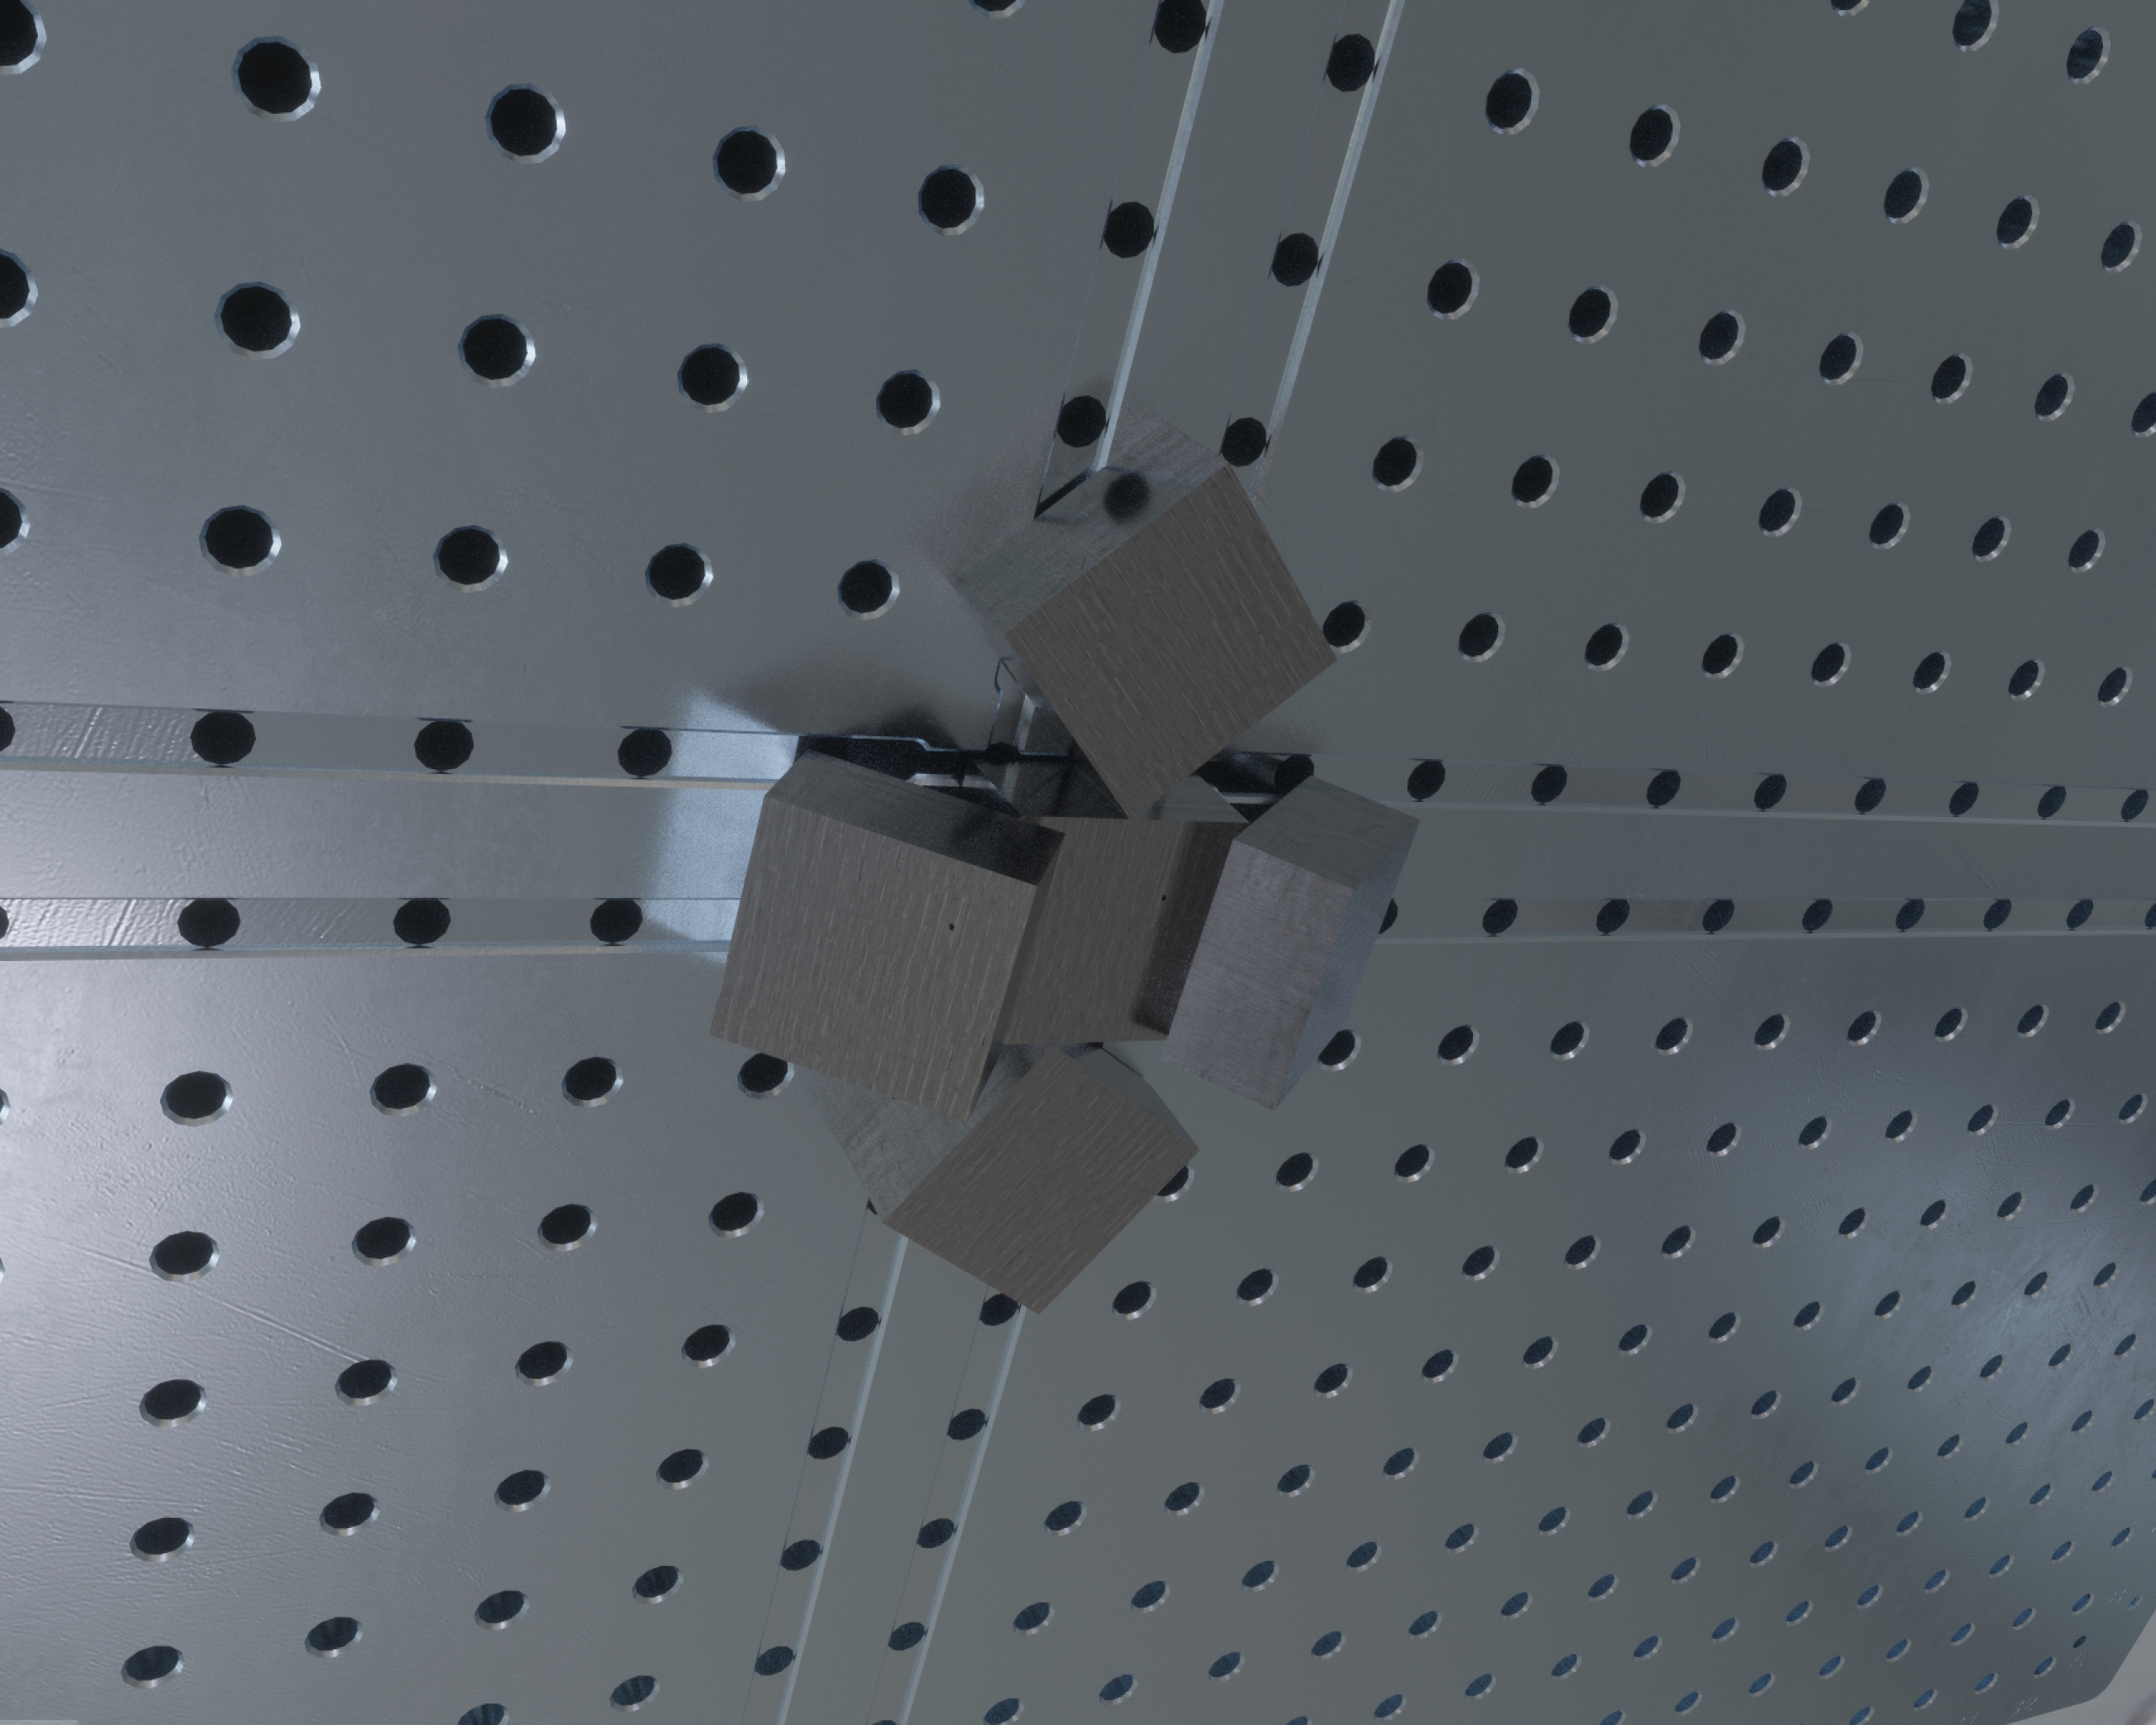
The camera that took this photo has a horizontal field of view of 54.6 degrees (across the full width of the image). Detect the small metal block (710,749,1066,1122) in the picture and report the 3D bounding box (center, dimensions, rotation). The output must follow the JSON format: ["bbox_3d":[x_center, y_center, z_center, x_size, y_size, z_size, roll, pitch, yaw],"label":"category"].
[{"bbox_3d":[-0.035,0.013,0.383,0.050,0.025,0.050,18,114,3],"label":"small metal block"}]

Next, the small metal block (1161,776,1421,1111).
[{"bbox_3d":[0.044,0.015,0.426,0.050,0.025,0.050,-36,146,-61],"label":"small metal block"}]

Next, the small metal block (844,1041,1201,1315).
[{"bbox_3d":[-0.011,0.061,0.441,0.050,0.025,0.050,-47,128,5],"label":"small metal block"}]

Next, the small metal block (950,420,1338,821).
[{"bbox_3d":[0.013,-0.045,0.390,0.050,0.025,0.050,-38,129,-3],"label":"small metal block"}]

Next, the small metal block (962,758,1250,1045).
[{"bbox_3d":[0.000,0.008,0.415,0.050,0.025,0.050,1,117,-29],"label":"small metal block"}]
